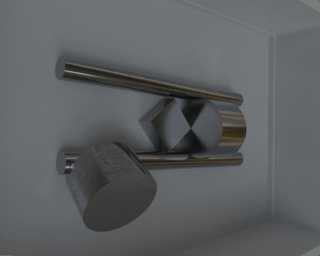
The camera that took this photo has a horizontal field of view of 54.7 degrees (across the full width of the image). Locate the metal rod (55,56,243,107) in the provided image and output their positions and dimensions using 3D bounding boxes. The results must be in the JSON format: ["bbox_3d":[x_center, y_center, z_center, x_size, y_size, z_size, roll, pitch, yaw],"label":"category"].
[{"bbox_3d":[0.012,-0.054,0.416,0.302,0.025,0.025,4,88,-40],"label":"metal rod"}]

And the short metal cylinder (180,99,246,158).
[{"bbox_3d":[0.071,0.001,0.431,0.050,0.080,0.079,2,89,-40],"label":"short metal cylinder"}]

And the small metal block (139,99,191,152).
[{"bbox_3d":[0.007,-0.004,0.413,0.050,0.025,0.050,-45,118,-31],"label":"small metal block"}]

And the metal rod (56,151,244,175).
[{"bbox_3d":[0.013,0.044,0.417,0.302,0.025,0.025,4,88,-40],"label":"metal rod"}]

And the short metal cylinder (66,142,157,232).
[{"bbox_3d":[-0.051,0.061,0.325,0.081,0.050,0.079,-21,135,-23],"label":"short metal cylinder"}]
